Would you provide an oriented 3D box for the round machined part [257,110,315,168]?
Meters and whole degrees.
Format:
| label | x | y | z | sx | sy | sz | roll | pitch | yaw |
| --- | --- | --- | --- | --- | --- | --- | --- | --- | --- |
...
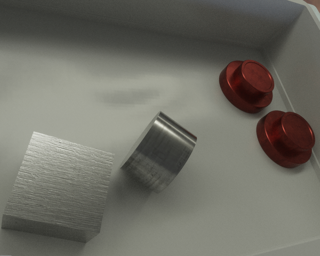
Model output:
| label | x | y | z | sx | sy | sz | roll | pitch | yaw |
| --- | --- | --- | --- | --- | --- | --- | --- | --- | --- |
| round machined part | 0.210 | 0.013 | 0.503 | 0.099 | 0.042 | 0.098 | 14 | 56 | -21 |

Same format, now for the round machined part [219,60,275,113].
| label | x | y | z | sx | sy | sz | roll | pitch | yaw |
| --- | --- | --- | --- | --- | --- | --- | --- | --- | --- |
| round machined part | 0.154 | -0.077 | 0.527 | 0.099 | 0.042 | 0.098 | 14 | 56 | -21 |

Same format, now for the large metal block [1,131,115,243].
| label | x | y | z | sx | sy | sz | roll | pitch | yaw |
| --- | --- | --- | --- | --- | --- | --- | --- | --- | --- |
| large metal block | -0.097 | 0.060 | 0.302 | 0.081 | 0.050 | 0.080 | 18 | 55 | -18 |

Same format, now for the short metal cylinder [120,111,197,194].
| label | x | y | z | sx | sy | sz | roll | pitch | yaw |
| --- | --- | --- | --- | --- | --- | --- | --- | --- | --- |
| short metal cylinder | -0.002 | 0.027 | 0.354 | 0.050 | 0.080 | 0.080 | 36 | 51 | -5 |
